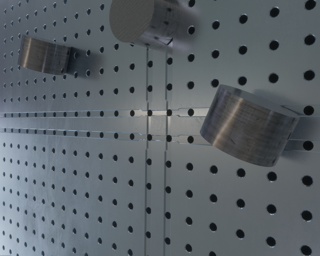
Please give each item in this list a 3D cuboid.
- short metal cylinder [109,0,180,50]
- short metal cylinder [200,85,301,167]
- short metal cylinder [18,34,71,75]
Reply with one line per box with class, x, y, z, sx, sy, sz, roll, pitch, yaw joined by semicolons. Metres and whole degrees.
short metal cylinder;-0.021;-0.149;0.411;0.080;0.050;0.079;0;90;40
short metal cylinder;0.086;-0.004;0.303;0.080;0.081;0.050;33;111;35
short metal cylinder;-0.200;-0.127;0.539;0.080;0.081;0.050;26;106;37
